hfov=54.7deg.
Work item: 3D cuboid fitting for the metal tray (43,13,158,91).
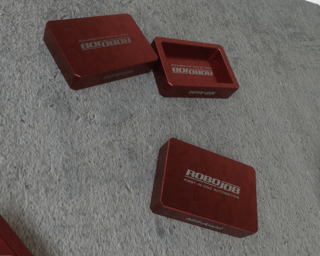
[{"bbox_3d":[-0.078,-0.109,0.425,0.131,0.030,0.090,-22,73,-36],"label":"metal tray"}]

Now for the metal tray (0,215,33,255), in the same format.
[{"bbox_3d":[-0.159,0.138,0.230,0.090,0.030,0.131,48,51,6],"label":"metal tray"}]

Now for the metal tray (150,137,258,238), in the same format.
[{"bbox_3d":[0.058,0.075,0.386,0.131,0.030,0.090,21,54,-16],"label":"metal tray"}]

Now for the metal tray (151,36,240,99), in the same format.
[{"bbox_3d":[0.053,-0.092,0.484,0.131,0.030,0.090,-2,63,-29],"label":"metal tray"}]
